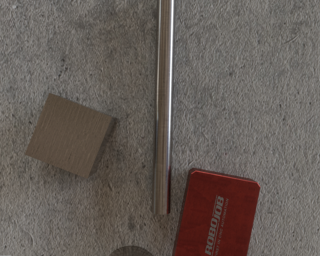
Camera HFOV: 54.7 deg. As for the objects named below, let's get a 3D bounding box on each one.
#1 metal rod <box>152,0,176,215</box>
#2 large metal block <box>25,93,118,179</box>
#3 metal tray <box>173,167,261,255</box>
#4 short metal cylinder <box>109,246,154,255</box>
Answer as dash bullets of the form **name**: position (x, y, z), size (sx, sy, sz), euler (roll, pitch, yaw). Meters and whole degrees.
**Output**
- **metal rod**: position (0.005, -0.038, 0.410), size (0.025, 0.025, 0.298), euler (1, 90, -1)
- **large metal block**: position (-0.110, 0.009, 0.396), size (0.080, 0.050, 0.080), euler (22, 90, -1)
- **metal tray**: position (0.072, 0.125, 0.409), size (0.091, 0.030, 0.129), euler (11, 90, -1)
- **short metal cylinder**: position (-0.039, 0.200, 0.397), size (0.081, 0.050, 0.079), euler (0, 90, -1)
